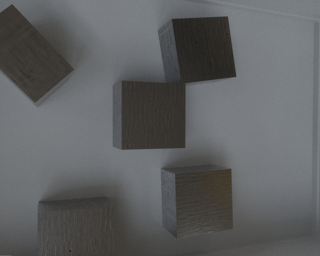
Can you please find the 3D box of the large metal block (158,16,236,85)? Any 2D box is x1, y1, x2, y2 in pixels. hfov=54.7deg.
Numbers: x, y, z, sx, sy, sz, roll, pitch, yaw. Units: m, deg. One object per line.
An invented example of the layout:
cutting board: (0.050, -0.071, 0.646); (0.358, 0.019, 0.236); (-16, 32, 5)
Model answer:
large metal block: (0.049, -0.100, 0.416); (0.081, 0.050, 0.079); (-10, 94, -20)

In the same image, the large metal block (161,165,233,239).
large metal block: (0.049, 0.095, 0.417); (0.081, 0.050, 0.079); (-2, 91, -20)

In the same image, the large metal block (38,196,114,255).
large metal block: (-0.099, 0.128, 0.361); (0.081, 0.050, 0.079); (0, 90, -21)

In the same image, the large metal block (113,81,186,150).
large metal block: (-0.015, -0.015, 0.393); (0.081, 0.050, 0.079); (0, 90, -20)

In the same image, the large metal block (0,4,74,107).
large metal block: (-0.142, -0.070, 0.329); (0.050, 0.080, 0.080); (-46, 105, -14)
